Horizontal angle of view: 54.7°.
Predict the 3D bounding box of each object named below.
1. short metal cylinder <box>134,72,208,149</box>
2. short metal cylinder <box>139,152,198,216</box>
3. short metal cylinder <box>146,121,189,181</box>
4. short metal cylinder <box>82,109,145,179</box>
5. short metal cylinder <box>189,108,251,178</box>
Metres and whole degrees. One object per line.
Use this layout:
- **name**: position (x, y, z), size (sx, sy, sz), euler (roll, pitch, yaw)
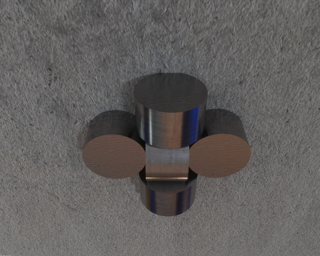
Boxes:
- **short metal cylinder**: position (0.012, -0.022, 0.354), size (0.081, 0.080, 0.050), euler (0, 130, 0)
- **short metal cylinder**: position (0.011, 0.077, 0.439), size (0.081, 0.080, 0.050), euler (0, 130, 0)
- **short metal cylinder**: position (0.008, 0.028, 0.397), size (0.050, 0.080, 0.079), euler (0, 130, 0)
- **short metal cylinder**: position (-0.058, 0.022, 0.410), size (0.081, 0.050, 0.079), euler (-1, 130, -1)
- **short metal cylinder**: position (0.074, 0.021, 0.410), size (0.080, 0.050, 0.079), euler (0, 131, 0)
